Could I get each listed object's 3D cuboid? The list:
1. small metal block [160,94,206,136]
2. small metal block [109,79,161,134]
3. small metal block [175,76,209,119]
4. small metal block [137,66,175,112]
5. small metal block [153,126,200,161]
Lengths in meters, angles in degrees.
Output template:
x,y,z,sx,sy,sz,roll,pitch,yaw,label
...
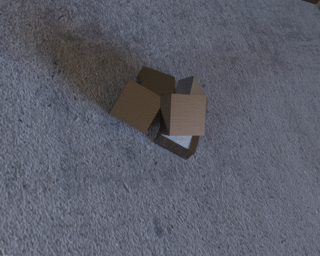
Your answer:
x,y,z,sx,sy,sz,roll,pitch,yaw,label
0.029,-0.016,0.386,0.050,0.025,0.050,0,94,-29,small metal block
-0.030,-0.027,0.392,0.050,0.025,0.050,30,88,-11,small metal block
0.044,-0.037,0.439,0.050,0.025,0.050,50,42,-38,small metal block
-0.007,-0.053,0.436,0.050,0.025,0.050,16,55,-20,small metal block
0.025,0.008,0.416,0.050,0.025,0.050,29,52,-10,small metal block
